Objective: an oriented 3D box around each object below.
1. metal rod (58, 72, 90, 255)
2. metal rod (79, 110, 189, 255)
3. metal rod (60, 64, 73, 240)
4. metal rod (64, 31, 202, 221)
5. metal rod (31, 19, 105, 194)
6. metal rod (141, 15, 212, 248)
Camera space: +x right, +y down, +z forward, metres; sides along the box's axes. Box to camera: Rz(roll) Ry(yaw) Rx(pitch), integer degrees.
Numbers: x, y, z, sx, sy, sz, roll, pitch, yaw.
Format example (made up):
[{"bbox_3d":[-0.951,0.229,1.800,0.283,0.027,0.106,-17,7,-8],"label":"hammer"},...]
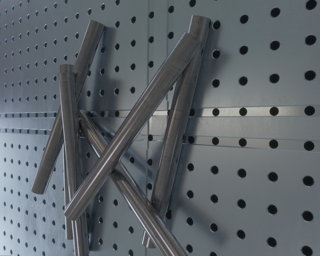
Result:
[{"bbox_3d":[-0.137,0.063,0.498,0.025,0.025,0.298,4,100,40],"label":"metal rod"},{"bbox_3d":[-0.055,0.067,0.432,0.300,0.025,0.025,47,119,38],"label":"metal rod"},{"bbox_3d":[-0.156,0.040,0.540,0.025,0.025,0.298,-5,87,40],"label":"metal rod"},{"bbox_3d":[-0.045,0.012,0.399,0.025,0.025,0.299,48,113,29],"label":"metal rod"},{"bbox_3d":[-0.154,-0.030,0.512,0.025,0.025,0.299,27,99,37],"label":"metal rod"},{"bbox_3d":[0.018,0.013,0.395,0.025,0.025,0.298,20,103,38],"label":"metal rod"}]
